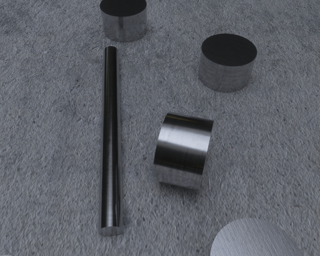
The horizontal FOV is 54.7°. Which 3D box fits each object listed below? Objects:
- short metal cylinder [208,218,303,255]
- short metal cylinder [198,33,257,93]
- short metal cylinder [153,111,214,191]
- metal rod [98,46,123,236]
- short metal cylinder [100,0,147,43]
[{"bbox_3d":[0.083,0.129,0.279,0.081,0.050,0.080,0,50,0],"label":"short metal cylinder"},{"bbox_3d":[0.101,-0.100,0.472,0.081,0.050,0.080,0,50,0],"label":"short metal cylinder"},{"bbox_3d":[0.027,0.025,0.347,0.050,0.080,0.080,12,51,10],"label":"short metal cylinder"},{"bbox_3d":[-0.065,-0.009,0.410,0.025,0.025,0.300,-4,50,-4],"label":"metal rod"},{"bbox_3d":[-0.063,-0.197,0.552,0.081,0.050,0.080,0,50,0],"label":"short metal cylinder"}]
